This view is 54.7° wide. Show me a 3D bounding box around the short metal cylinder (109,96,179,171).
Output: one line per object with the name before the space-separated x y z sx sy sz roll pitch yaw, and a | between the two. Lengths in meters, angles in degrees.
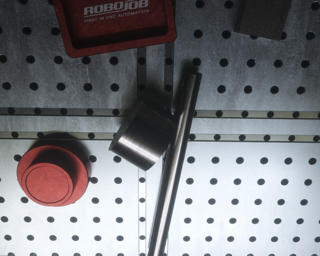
short metal cylinder | -0.021 0.007 0.386 0.050 0.080 0.080 33 107 -12

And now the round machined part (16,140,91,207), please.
round machined part | -0.149 0.068 0.428 0.099 0.042 0.097 0 110 -1

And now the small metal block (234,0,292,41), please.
small metal block | 0.121 -0.134 0.366 0.050 0.025 0.050 9 110 -4

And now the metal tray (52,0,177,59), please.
metal tray | -0.051 -0.137 0.359 0.131 0.030 0.089 -9 110 2

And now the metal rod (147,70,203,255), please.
metal rod | 0.016 0.068 0.438 0.025 0.025 0.298 9 110 -4
